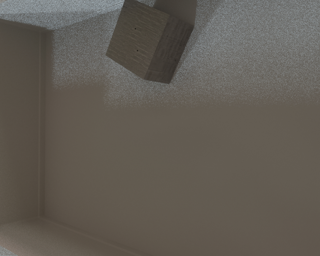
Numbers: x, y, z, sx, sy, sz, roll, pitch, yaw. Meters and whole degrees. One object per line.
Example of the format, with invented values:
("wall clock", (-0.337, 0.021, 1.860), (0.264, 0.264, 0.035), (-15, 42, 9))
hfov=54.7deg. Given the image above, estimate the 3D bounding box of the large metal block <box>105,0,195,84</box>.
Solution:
("large metal block", (-0.015, -0.113, 0.401), (0.080, 0.050, 0.079), (37, 112, 33))
